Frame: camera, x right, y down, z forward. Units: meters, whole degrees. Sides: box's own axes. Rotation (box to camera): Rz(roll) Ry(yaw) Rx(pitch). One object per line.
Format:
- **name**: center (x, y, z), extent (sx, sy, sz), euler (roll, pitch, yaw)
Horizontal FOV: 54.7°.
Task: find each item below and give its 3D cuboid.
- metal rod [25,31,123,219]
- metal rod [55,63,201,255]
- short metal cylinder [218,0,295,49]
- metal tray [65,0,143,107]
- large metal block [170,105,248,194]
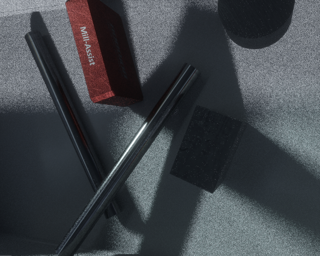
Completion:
- **metal rod**: center (-0.130, -0.010, 0.454), extent (0.025, 0.025, 0.299), euler (-29, 81, 17)
- **metal rod**: center (-0.043, 0.046, 0.405), extent (0.025, 0.025, 0.299), euler (36, 94, 16)
- **short metal cylinder**: center (0.111, -0.137, 0.358), extent (0.080, 0.050, 0.079), euler (0, 90, 19)
- **metal tray**: center (-0.068, -0.095, 0.398), extent (0.030, 0.090, 0.129), euler (-18, 84, 19)
- **large metal block**: center (0.060, 0.021, 0.360), extent (0.050, 0.080, 0.080), euler (23, 98, 18)
